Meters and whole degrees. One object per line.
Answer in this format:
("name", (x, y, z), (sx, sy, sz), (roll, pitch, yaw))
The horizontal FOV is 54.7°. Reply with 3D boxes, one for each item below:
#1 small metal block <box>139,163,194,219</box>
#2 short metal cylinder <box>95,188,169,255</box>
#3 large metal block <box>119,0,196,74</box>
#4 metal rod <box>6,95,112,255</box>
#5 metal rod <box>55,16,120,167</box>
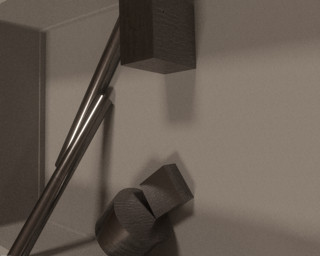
("small metal block", (0.008, 0.081, 0.399), (0.050, 0.025, 0.050), (-43, 65, 31))
("short metal cylinder", (-0.035, 0.124, 0.398), (0.080, 0.081, 0.050), (52, 120, 27))
("large metal block", (-0.001, -0.112, 0.370), (0.050, 0.081, 0.079), (-3, 88, 40))
("metal rod", (-0.147, 0.085, 0.435), (0.025, 0.025, 0.300), (12, 69, 39))
("metal rod", (-0.104, -0.054, 0.490), (0.025, 0.025, 0.298), (43, 116, 31))
